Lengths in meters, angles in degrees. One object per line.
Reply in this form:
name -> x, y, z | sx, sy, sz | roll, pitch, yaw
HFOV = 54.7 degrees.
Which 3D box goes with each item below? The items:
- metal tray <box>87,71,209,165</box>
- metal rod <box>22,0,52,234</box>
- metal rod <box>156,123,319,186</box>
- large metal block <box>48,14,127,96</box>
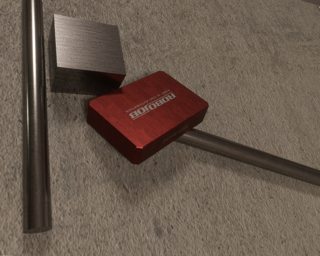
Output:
metal tray -> -0.013, -0.020, 0.389 | 0.090, 0.030, 0.131 | 39, 48, 23
metal rod -> -0.142, -0.037, 0.350 | 0.025, 0.025, 0.299 | 2, 61, -28
metal rod -> 0.126, 0.039, 0.450 | 0.302, 0.025, 0.025 | 18, 55, -18
large metal block -> -0.094, -0.089, 0.392 | 0.081, 0.050, 0.080 | 2, 61, -28
